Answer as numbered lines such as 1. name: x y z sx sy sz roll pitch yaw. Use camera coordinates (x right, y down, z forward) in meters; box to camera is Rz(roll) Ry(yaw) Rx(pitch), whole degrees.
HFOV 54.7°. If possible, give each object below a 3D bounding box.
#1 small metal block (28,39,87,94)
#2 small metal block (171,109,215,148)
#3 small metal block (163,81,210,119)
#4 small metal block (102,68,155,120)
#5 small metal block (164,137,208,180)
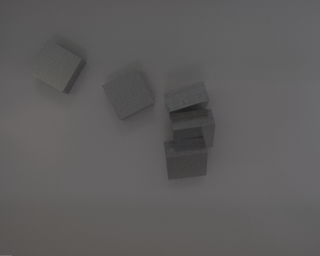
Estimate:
1. small metal block: -0.135 -0.080 0.410 0.050 0.025 0.050 30 90 0
2. small metal block: 0.042 0.004 0.397 0.050 0.050 0.025 -8 54 0
3. small metal block: 0.033 -0.034 0.397 0.050 0.050 0.025 -17 80 0
4. small metal block: -0.041 -0.044 0.411 0.050 0.025 0.050 -27 90 0
5. small metal block: 0.033 0.040 0.397 0.050 0.050 0.025 -7 48 0
